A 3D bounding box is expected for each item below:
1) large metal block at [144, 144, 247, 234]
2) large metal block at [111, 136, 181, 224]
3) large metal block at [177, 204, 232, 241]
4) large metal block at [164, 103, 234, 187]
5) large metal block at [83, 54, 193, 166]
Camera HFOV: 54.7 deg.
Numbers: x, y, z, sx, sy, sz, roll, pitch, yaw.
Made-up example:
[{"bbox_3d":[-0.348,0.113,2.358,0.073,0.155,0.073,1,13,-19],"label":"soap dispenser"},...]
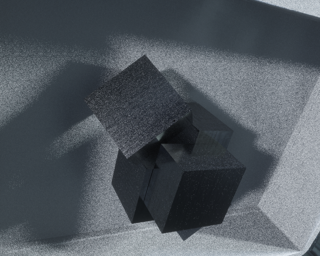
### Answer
[{"bbox_3d":[0.037,0.065,0.346,0.081,0.050,0.079,2,118,-29],"label":"large metal block"},{"bbox_3d":[-0.019,0.062,0.399,0.050,0.080,0.079,1,118,-29],"label":"large metal block"},{"bbox_3d":[0.045,0.106,0.452,0.080,0.080,0.050,-36,94,-5],"label":"large metal block"},{"bbox_3d":[0.039,0.019,0.403,0.050,0.080,0.079,1,118,-29],"label":"large metal block"},{"bbox_3d":[-0.021,-0.018,0.339,0.080,0.080,0.050,-37,164,-4],"label":"large metal block"}]
